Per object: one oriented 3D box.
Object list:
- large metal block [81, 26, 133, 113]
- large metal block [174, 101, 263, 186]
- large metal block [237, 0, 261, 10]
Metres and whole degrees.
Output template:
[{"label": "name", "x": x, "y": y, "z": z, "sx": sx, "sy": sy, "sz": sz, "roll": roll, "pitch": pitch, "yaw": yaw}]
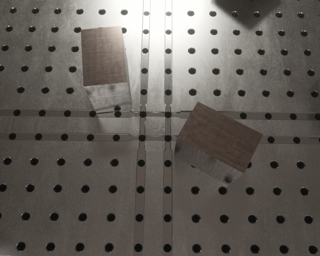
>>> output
[{"label": "large metal block", "x": -0.068, "y": -0.074, "z": 0.409, "sx": 0.050, "sy": 0.080, "sz": 0.080, "roll": -7, "pitch": 70, "yaw": -3}, {"label": "large metal block", "x": 0.065, "y": 0.022, "z": 0.375, "sx": 0.080, "sy": 0.080, "sz": 0.050, "roll": 28, "pitch": 73, "yaw": 9}, {"label": "large metal block", "x": 0.144, "y": -0.250, "z": 0.492, "sx": 0.080, "sy": 0.050, "sz": 0.080, "roll": -43, "pitch": 76, "yaw": -14}]
